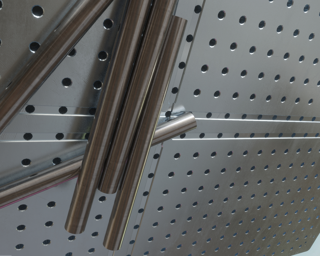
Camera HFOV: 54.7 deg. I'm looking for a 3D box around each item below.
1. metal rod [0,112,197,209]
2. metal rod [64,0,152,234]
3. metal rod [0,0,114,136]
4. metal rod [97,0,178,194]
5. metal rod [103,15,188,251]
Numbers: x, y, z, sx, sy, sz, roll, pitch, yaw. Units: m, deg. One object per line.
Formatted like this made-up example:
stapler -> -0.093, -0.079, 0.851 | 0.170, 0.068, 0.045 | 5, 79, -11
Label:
metal rod -> -0.090, 0.043, 0.389 | 0.302, 0.025, 0.025 | -22, 127, -16
metal rod -> -0.061, -0.013, 0.348 | 0.025, 0.025, 0.298 | 9, 107, -33
metal rod -> -0.117, -0.063, 0.308 | 0.299, 0.025, 0.025 | -48, 129, 5
metal rod -> -0.020, -0.061, 0.345 | 0.025, 0.025, 0.298 | 9, 108, -33
metal rod -> -0.022, 0.016, 0.380 | 0.025, 0.025, 0.298 | 8, 105, -33
